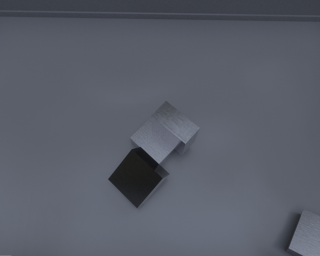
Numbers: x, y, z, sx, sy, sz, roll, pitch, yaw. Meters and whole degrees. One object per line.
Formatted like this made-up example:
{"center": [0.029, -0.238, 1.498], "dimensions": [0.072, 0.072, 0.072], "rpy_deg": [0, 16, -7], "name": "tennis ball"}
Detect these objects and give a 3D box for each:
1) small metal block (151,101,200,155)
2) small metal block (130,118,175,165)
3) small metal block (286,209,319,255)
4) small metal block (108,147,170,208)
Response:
{"center": [0.017, 0.001, 0.370], "dimensions": [0.050, 0.050, 0.025], "rpy_deg": [40, 75, 12], "name": "small metal block"}
{"center": [-0.003, 0.016, 0.404], "dimensions": [0.050, 0.025, 0.050], "rpy_deg": [42, 75, 13], "name": "small metal block"}
{"center": [0.181, 0.130, 0.357], "dimensions": [0.050, 0.025, 0.050], "rpy_deg": [23, 69, 23], "name": "small metal block"}
{"center": [-0.026, 0.059, 0.376], "dimensions": [0.050, 0.025, 0.050], "rpy_deg": [42, 105, 13], "name": "small metal block"}
